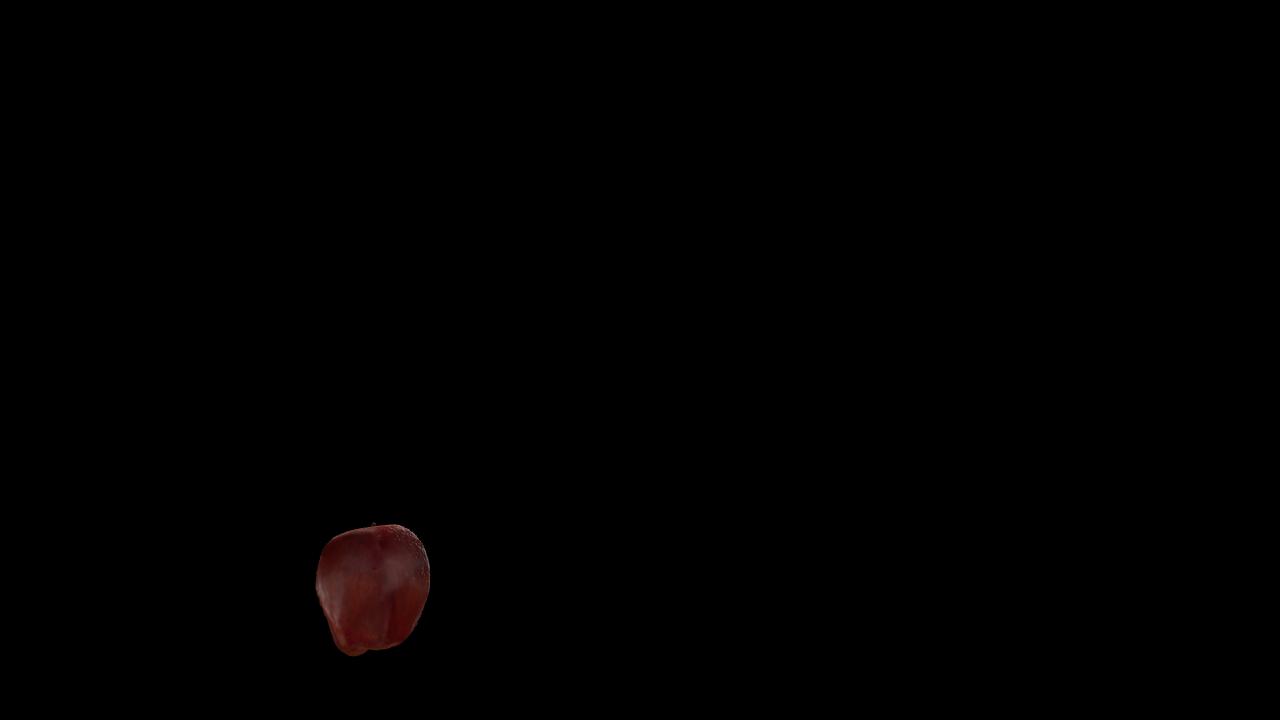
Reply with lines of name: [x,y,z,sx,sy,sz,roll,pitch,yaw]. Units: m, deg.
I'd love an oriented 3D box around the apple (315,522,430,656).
apple: [-0.199,0.168,0.461,0.079,0.093,0.079,-12,-23,-5]
